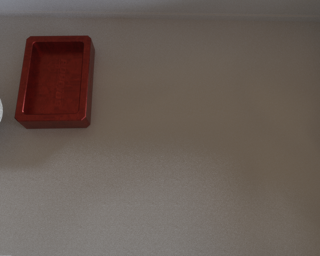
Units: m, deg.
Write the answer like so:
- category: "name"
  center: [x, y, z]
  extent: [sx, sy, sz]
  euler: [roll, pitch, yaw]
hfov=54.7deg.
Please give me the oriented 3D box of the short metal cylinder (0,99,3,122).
- category: "short metal cylinder"
  center: [-0.245, -0.020, 0.378]
  extent: [0.050, 0.080, 0.080]
  euler: [-18, 65, 38]

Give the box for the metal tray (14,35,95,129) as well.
- category: "metal tray"
  center: [-0.141, -0.065, 0.428]
  extent: [0.091, 0.030, 0.130]
  euler: [-1, 70, -1]
